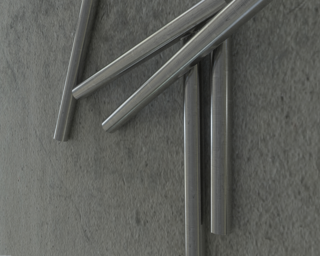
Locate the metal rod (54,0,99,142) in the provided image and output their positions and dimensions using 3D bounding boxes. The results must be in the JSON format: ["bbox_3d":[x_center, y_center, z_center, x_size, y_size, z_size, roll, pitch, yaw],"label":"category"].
[{"bbox_3d":[-0.134,-0.120,0.512,0.025,0.025,0.298,26,106,37],"label":"metal rod"}]

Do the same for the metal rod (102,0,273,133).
[{"bbox_3d":[0.012,-0.065,0.362,0.299,0.025,0.025,-35,68,44],"label":"metal rod"}]

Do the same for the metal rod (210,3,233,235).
[{"bbox_3d":[0.068,-0.034,0.347,0.025,0.025,0.298,0,90,39],"label":"metal rod"}]

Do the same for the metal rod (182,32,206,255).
[{"bbox_3d":[0.041,0.026,0.369,0.025,0.025,0.298,-1,89,39],"label":"metal rod"}]

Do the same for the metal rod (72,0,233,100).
[{"bbox_3d":[-0.033,-0.093,0.408,0.299,0.025,0.025,-20,78,44],"label":"metal rod"}]
